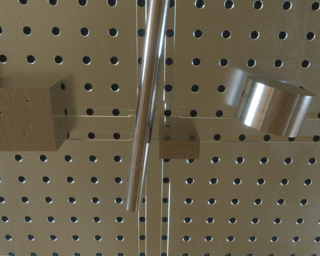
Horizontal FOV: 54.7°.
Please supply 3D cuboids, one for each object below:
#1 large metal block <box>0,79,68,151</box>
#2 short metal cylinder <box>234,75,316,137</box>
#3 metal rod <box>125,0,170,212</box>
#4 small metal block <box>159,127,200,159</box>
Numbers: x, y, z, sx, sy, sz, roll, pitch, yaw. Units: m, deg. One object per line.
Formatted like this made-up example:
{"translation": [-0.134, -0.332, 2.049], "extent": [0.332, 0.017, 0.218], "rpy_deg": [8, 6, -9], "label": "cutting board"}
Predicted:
{"translation": [-0.168, -0.017, 0.391], "extent": [0.081, 0.050, 0.079], "rpy_deg": [0, 110, -1], "label": "large metal block"}
{"translation": [0.137, -0.028, 0.376], "extent": [0.081, 0.080, 0.050], "rpy_deg": [12, 110, -5], "label": "short metal cylinder"}
{"translation": [-0.019, -0.023, 0.404], "extent": [0.025, 0.025, 0.298], "rpy_deg": [7, 110, -3], "label": "metal rod"}
{"translation": [0.024, 0.019, 0.407], "extent": [0.050, 0.050, 0.025], "rpy_deg": [0, 110, -1], "label": "small metal block"}
